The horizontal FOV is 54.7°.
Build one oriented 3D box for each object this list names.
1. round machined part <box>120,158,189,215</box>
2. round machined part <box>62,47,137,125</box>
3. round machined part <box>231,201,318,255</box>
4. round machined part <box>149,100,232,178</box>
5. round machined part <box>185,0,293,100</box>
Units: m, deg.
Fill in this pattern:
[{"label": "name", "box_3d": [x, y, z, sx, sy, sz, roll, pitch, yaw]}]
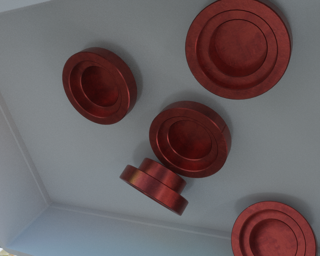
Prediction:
[{"label": "round machined part", "box_3d": [-0.003, 0.076, 0.424, 0.098, 0.042, 0.098, 30, 166, 9]}, {"label": "round machined part", "box_3d": [-0.072, -0.056, 0.399, 0.098, 0.042, 0.097, 13, 124, 20]}, {"label": "round machined part", "box_3d": [0.143, 0.144, 0.388, 0.098, 0.098, 0.042, -5, 156, 30]}, {"label": "round machined part", "box_3d": [0.040, 0.010, 0.382, 0.098, 0.042, 0.097, 13, 124, 20]}, {"label": "round machined part", "box_3d": [0.078, -0.081, 0.306, 0.098, 0.042, 0.097, 13, 124, 20]}]
